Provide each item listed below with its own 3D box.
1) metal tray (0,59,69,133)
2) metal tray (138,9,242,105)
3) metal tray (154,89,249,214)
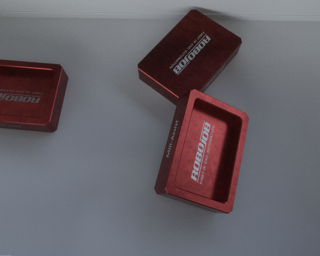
[{"bbox_3d":[-0.201,-0.046,0.421,0.131,0.030,0.090,5,70,1],"label":"metal tray"},{"bbox_3d":[0.043,-0.099,0.443,0.090,0.030,0.130,38,74,12],"label":"metal tray"},{"bbox_3d":[0.054,0.028,0.377,0.091,0.030,0.130,22,70,-19],"label":"metal tray"}]
